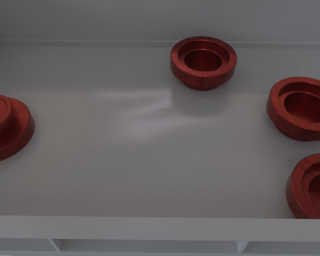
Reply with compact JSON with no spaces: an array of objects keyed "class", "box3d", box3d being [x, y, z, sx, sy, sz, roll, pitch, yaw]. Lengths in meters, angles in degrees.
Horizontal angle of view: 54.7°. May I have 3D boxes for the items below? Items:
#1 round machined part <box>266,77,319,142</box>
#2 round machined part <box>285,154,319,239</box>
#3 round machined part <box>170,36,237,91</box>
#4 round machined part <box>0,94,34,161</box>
[{"class":"round machined part","box3d":[0.191,-0.021,0.413,0.099,0.042,0.098,0,50,0]},{"class":"round machined part","box3d":[0.184,0.078,0.329,0.099,0.042,0.098,0,50,0]},{"class":"round machined part","box3d":[0.065,-0.095,0.474,0.099,0.042,0.098,0,50,0]},{"class":"round machined part","box3d":[-0.218,-0.006,0.398,0.099,0.042,0.098,0,50,0]}]
